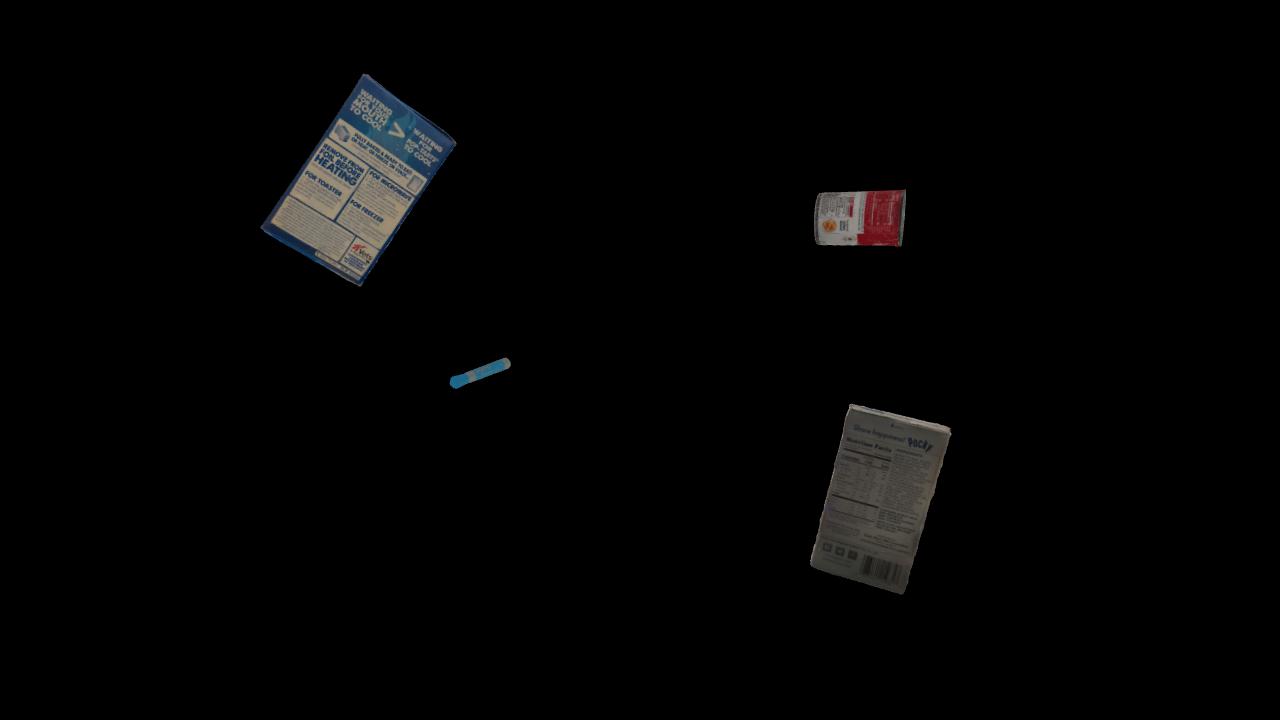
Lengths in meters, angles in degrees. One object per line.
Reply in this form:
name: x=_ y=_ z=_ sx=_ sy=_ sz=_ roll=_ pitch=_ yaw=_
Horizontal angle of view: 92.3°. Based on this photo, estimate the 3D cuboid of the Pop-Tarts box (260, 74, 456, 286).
Pop-Tarts box: x=-0.245 y=-0.156 z=0.538 sx=0.083 sy=0.141 sz=0.167 roll=33 pitch=-1 yaw=-31

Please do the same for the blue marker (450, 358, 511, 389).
blue marker: x=-0.244 y=0.020 z=0.940 sx=0.020 sy=0.020 sz=0.121 roll=0 pitch=14 yaw=29

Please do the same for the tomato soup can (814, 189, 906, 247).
tomato soup can: x=0.272 y=-0.175 z=0.763 sx=0.101 sy=0.068 sz=0.068 roll=5 pitch=2 yaw=24

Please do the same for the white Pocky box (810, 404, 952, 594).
white Pocky box: x=0.208 y=0.122 z=0.541 sx=0.084 sy=0.154 sz=0.028 roll=13 pitch=13 yaw=17
